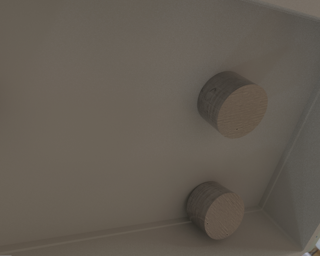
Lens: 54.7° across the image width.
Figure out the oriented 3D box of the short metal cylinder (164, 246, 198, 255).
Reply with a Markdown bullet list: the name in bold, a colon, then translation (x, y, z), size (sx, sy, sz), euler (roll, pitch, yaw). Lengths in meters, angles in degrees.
- **short metal cylinder**: translation (0.042, 0.271, 0.586), size (0.081, 0.050, 0.079), euler (-14, 124, -21)

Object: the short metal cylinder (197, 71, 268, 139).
- **short metal cylinder**: translation (0.099, -0.032, 0.426), size (0.081, 0.050, 0.079), euler (-14, 124, -21)

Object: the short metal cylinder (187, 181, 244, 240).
- **short metal cylinder**: translation (0.092, 0.135, 0.513), size (0.081, 0.050, 0.079), euler (-7, 106, -27)
